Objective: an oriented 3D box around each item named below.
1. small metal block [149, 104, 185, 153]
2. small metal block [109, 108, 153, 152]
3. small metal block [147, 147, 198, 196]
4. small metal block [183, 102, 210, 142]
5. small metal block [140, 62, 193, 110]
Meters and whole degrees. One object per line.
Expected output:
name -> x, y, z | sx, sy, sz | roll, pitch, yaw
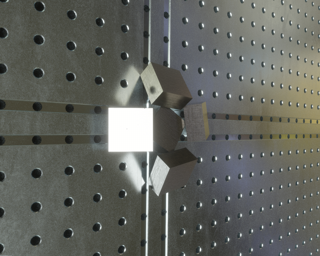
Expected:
small metal block -> 0.002, 0.001, 0.412 | 0.050, 0.025, 0.050 | 39, 66, -34
small metal block -> -0.035, 0.002, 0.367 | 0.050, 0.025, 0.050 | 0, 90, -6
small metal block -> 0.016, 0.057, 0.409 | 0.050, 0.025, 0.050 | -12, 133, -40
small metal block -> 0.053, -0.010, 0.440 | 0.050, 0.025, 0.050 | -29, 112, -74
small metal block -> 0.008, -0.054, 0.401 | 0.050, 0.025, 0.050 | 8, 49, -40
